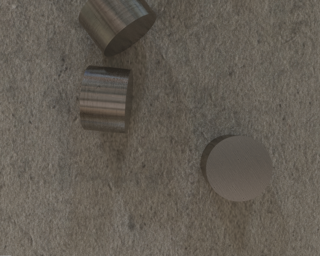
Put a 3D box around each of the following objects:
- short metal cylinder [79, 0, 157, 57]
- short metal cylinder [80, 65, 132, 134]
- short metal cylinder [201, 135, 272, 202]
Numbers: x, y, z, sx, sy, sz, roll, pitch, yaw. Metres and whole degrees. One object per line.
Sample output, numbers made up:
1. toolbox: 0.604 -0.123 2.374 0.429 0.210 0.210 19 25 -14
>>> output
1. short metal cylinder: -0.051 -0.133 0.382 0.080 0.080 0.050 -37 90 0
2. short metal cylinder: -0.063 -0.035 0.382 0.050 0.080 0.079 5 90 -1
3. short metal cylinder: 0.096 0.049 0.399 0.081 0.050 0.079 0 90 -1
